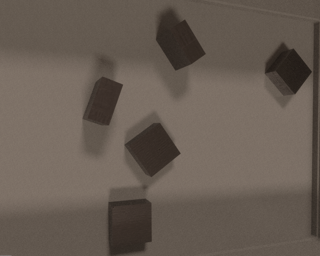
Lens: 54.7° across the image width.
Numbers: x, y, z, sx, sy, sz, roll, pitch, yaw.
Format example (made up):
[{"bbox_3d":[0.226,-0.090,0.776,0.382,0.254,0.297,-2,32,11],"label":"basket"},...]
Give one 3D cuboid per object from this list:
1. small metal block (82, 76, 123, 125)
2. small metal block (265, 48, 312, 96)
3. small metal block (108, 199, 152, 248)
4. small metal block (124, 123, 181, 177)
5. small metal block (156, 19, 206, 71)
[{"bbox_3d":[-0.070,-0.031,0.372,0.025,0.050,0.050,20,83,-19],"label":"small metal block"},{"bbox_3d":[0.202,-0.087,0.487,0.050,0.025,0.050,44,76,-15],"label":"small metal block"},{"bbox_3d":[-0.039,0.120,0.397,0.050,0.025,0.050,-1,90,-21],"label":"small metal block"},{"bbox_3d":[-0.010,0.028,0.408,0.050,0.025,0.050,-37,102,-16],"label":"small metal block"},{"bbox_3d":[0.026,-0.107,0.408,0.025,0.050,0.050,-38,103,-16],"label":"small metal block"}]
